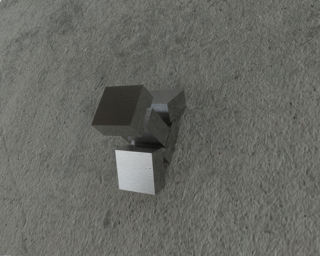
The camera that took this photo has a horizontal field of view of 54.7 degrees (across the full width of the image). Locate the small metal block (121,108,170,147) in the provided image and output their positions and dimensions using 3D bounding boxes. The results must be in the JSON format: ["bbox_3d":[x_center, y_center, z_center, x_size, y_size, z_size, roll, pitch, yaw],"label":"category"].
[{"bbox_3d":[-0.023,-0.001,0.368,0.050,0.050,0.025,3,63,29],"label":"small metal block"}]

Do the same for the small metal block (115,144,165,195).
[{"bbox_3d":[-0.023,0.049,0.370,0.050,0.025,0.050,2,103,29],"label":"small metal block"}]

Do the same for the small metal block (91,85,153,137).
[{"bbox_3d":[-0.041,-0.019,0.341,0.050,0.025,0.050,1,62,28],"label":"small metal block"}]

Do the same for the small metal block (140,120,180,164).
[{"bbox_3d":[-0.007,0.017,0.398,0.050,0.025,0.050,3,63,29],"label":"small metal block"}]

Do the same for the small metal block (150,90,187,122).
[{"bbox_3d":[0.000,-0.030,0.407,0.050,0.025,0.050,3,27,29],"label":"small metal block"}]
